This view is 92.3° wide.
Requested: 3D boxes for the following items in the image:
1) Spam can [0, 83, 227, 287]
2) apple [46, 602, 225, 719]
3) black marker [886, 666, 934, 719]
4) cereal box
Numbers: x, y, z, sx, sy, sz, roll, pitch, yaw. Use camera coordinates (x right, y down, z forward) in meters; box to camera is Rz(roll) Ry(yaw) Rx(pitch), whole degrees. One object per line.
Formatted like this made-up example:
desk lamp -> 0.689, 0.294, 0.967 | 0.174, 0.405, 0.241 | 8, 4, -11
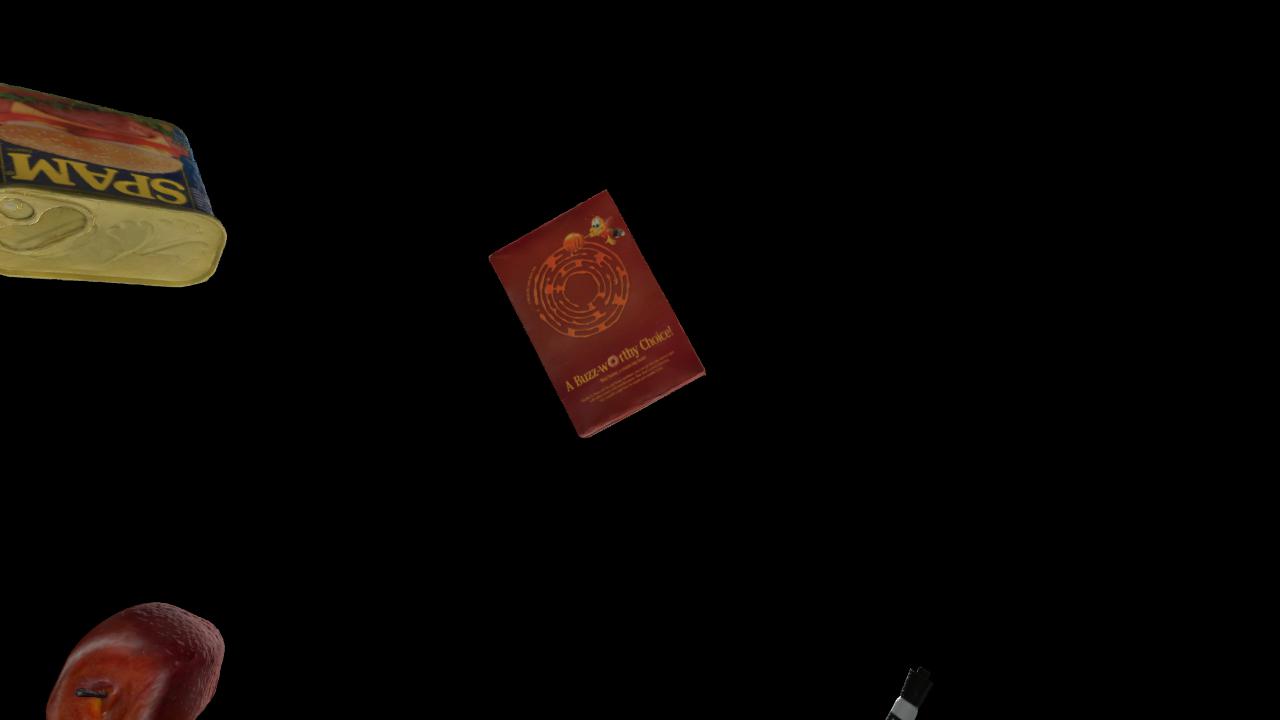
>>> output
Spam can -> -0.293, -0.091, 0.331 | 0.101, 0.085, 0.058 | 0, -39, -52
apple -> -0.288, 0.183, 0.357 | 0.079, 0.079, 0.093 | 0, -15, -7
black marker -> 0.194, 0.295, 0.478 | 0.020, 0.121, 0.020 | 32, -10, 6
cereal box -> -0.062, -0.066, 0.900 | 0.203, 0.306, 0.081 | -29, -9, 4
